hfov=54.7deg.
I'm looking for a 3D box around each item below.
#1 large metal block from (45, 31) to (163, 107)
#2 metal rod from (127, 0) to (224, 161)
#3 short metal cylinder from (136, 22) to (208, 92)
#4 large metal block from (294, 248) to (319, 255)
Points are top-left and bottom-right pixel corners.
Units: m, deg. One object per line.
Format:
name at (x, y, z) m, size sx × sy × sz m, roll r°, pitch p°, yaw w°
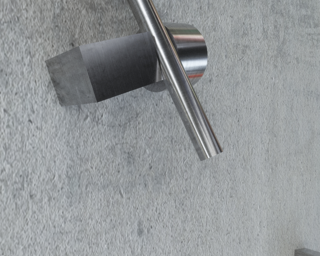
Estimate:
large metal block at (-0.058, -0.060, 0.320) m, size 0.081 × 0.080 × 0.050 m, roll -25°, pitch 106°, yaw -37°
metal rod at (-0.008, -0.107, 0.330) m, size 0.025 × 0.025 × 0.299 m, roll -18°, pitch 81°, yaw -39°
short metal cylinder at (0.010, -0.086, 0.375) m, size 0.050 × 0.080 × 0.079 m, roll -15°, pitch 100°, yaw -42°
large metal block at (0.328, 0.304, 0.644) m, size 0.050 × 0.080 × 0.080 m, roll 14°, pitch 81°, yaw -39°
